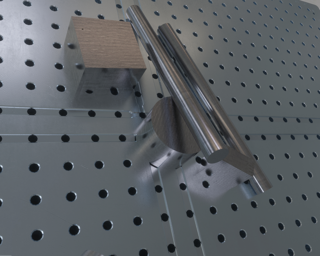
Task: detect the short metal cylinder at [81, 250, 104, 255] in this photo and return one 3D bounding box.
[{"bbox_3d":[-0.050,0.149,0.255,0.080,0.080,0.050,43,51,1],"label":"short metal cylinder"}]

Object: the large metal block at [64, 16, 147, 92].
[{"bbox_3d":[-0.074,-0.096,0.411,0.081,0.050,0.080,-6,65,-31],"label":"large metal block"}]

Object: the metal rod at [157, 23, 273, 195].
[{"bbox_3d":[0.077,-0.038,0.472,0.025,0.025,0.299,-18,71,-35],"label":"metal rod"}]

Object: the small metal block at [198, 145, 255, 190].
[{"bbox_3d":[0.087,0.052,0.408,0.050,0.050,0.025,29,52,-10],"label":"small metal block"}]

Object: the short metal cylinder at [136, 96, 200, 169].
[{"bbox_3d":[0.016,0.007,0.397,0.081,0.050,0.080,14,56,-21],"label":"short metal cylinder"}]

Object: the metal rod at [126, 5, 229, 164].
[{"bbox_3d":[0.009,-0.079,0.411,0.025,0.025,0.300,-1,47,-29],"label":"metal rod"}]
